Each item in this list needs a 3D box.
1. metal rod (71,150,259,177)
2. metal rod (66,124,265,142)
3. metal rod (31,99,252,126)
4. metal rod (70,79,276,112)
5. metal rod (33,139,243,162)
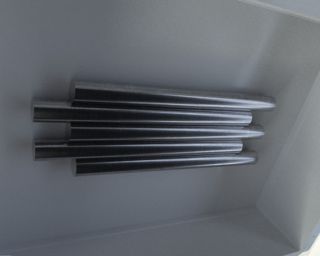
[{"bbox_3d":[0.026,0.049,0.453,0.303,0.025,0.025,1,118,-29],"label":"metal rod"},{"bbox_3d":[0.028,0.005,0.427,0.303,0.025,0.025,1,118,-29],"label":"metal rod"},{"bbox_3d":[-0.001,-0.017,0.397,0.303,0.025,0.025,1,118,-29],"label":"metal rod"},{"bbox_3d":[0.038,-0.038,0.406,0.303,0.025,0.025,1,118,-29],"label":"metal rod"},{"bbox_3d":[-0.009,0.026,0.420,0.303,0.025,0.025,1,118,-29],"label":"metal rod"}]
